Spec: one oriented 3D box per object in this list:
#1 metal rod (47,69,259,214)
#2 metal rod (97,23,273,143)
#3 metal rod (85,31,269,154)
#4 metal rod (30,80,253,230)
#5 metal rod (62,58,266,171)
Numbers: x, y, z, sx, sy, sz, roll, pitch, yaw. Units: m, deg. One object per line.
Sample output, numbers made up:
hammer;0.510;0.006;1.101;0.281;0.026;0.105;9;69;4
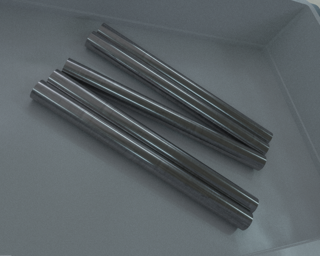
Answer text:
metal rod;-0.004;0.021;0.389;0.301;0.025;0.025;33;51;-7
metal rod;0.041;-0.061;0.463;0.301;0.025;0.025;32;52;-8
metal rod;0.030;-0.045;0.447;0.301;0.025;0.025;32;52;-8
metal rod;-0.016;0.036;0.373;0.301;0.025;0.025;33;51;-7
metal rod;0.014;-0.013;0.419;0.301;0.025;0.025;26;53;-12
